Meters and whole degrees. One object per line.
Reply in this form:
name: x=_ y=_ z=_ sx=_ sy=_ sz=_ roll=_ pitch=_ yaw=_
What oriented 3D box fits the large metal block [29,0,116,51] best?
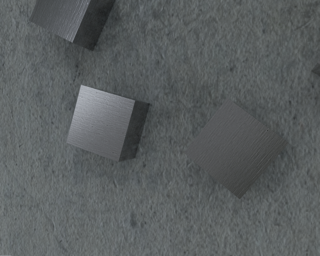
large metal block: x=-0.123 y=-0.167 z=0.438 sx=0.080 sy=0.050 sz=0.080 roll=29 pitch=99 yaw=17

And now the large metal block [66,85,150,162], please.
large metal block: x=-0.069 y=-0.007 z=0.419 sx=0.080 sy=0.050 sz=0.080 roll=18 pitch=96 yaw=18

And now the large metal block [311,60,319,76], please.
large metal block: x=0.221 y=-0.073 z=0.318 sx=0.080 sy=0.050 sz=0.080 roll=40 pitch=102 yaw=15

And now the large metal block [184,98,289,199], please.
large metal block: x=0.089 y=0.022 z=0.364 sx=0.080 sy=0.050 sz=0.080 roll=40 pitch=102 yaw=15
